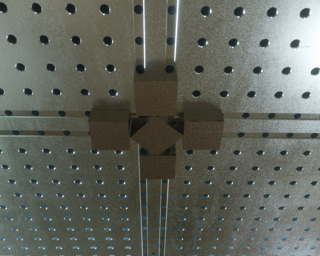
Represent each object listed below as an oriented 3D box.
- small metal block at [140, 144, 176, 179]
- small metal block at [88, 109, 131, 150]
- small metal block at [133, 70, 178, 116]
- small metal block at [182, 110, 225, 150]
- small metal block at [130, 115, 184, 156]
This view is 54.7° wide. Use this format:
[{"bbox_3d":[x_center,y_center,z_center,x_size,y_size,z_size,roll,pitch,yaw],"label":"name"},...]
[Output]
[{"bbox_3d":[-0.003,0.049,0.453,0.050,0.025,0.050,0,130,-1],"label":"small metal block"},{"bbox_3d":[-0.065,0.003,0.413,0.050,0.025,0.050,1,130,-2],"label":"small metal block"},{"bbox_3d":[-0.005,-0.042,0.376,0.050,0.025,0.050,-1,130,0],"label":"small metal block"},{"bbox_3d":[0.056,0.003,0.415,0.050,0.025,0.050,0,130,0],"label":"small metal block"},{"bbox_3d":[-0.004,0.004,0.414,0.050,0.025,0.050,35,122,-26],"label":"small metal block"}]
